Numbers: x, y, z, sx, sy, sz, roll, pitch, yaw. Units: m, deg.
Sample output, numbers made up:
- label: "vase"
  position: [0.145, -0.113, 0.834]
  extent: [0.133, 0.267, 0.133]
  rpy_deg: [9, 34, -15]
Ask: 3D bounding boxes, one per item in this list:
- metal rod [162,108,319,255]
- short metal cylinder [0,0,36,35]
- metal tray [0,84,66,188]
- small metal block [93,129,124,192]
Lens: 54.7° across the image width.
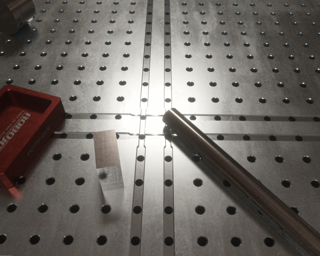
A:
- label: "metal rod"
  position: [0.107, 0.072, 0.348]
  extent: [0.025, 0.025, 0.300]
  rpy_deg: [-32, 57, -24]
- label: "short metal cylinder"
  position: [-0.271, -0.214, 0.549]
  extent: [0.080, 0.080, 0.050]
  rpy_deg: [19, 53, 15]
- label: "metal tray"
  position: [-0.195, 0.004, 0.397]
  extent: [0.090, 0.030, 0.130]
  rpy_deg: [15, 51, 12]
- label: "small metal block"
  position: [-0.059, 0.038, 0.359]
  extent: [0.025, 0.050, 0.050]
  rpy_deg: [-9, 51, -8]
